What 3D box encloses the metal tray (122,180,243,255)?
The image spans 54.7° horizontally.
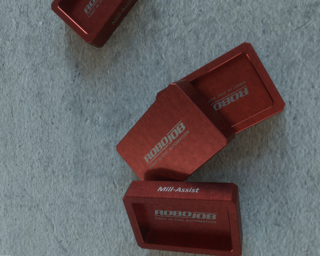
[{"bbox_3d":[0.029,0.108,0.372,0.130,0.030,0.089,-2,120,18],"label":"metal tray"}]

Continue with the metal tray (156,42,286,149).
[{"bbox_3d":[0.071,-0.032,0.380,0.130,0.030,0.090,-29,81,17],"label":"metal tray"}]

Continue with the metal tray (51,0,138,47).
[{"bbox_3d":[-0.082,-0.191,0.433,0.090,0.030,0.130,44,103,14],"label":"metal tray"}]

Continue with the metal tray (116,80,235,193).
[{"bbox_3d":[0.014,0.017,0.375,0.090,0.030,0.129,49,124,8],"label":"metal tray"}]
